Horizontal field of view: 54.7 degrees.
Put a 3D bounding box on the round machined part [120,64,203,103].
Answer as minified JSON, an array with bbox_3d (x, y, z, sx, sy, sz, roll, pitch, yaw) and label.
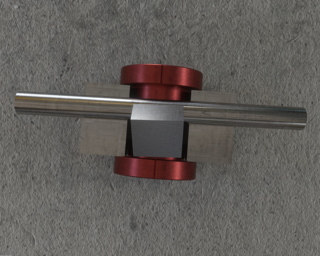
[{"bbox_3d":[0.001,-0.047,0.374,0.099,0.098,0.042,4,91,0],"label":"round machined part"}]

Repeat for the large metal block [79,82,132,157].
[{"bbox_3d":[-0.061,-0.010,0.383,0.050,0.080,0.080,4,90,0],"label":"large metal block"}]

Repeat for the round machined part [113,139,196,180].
[{"bbox_3d":[-0.005,0.037,0.374,0.099,0.098,0.042,5,85,0],"label":"round machined part"}]

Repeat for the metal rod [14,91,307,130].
[{"bbox_3d":[0.001,-0.018,0.331,0.302,0.025,0.025,3,90,0],"label":"metal rod"}]

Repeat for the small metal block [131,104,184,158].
[{"bbox_3d":[-0.002,0.003,0.317,0.050,0.025,0.050,2,131,1],"label":"small metal block"}]

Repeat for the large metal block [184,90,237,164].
[{"bbox_3d":[0.057,-0.001,0.384,0.050,0.080,0.080,4,90,0],"label":"large metal block"}]
